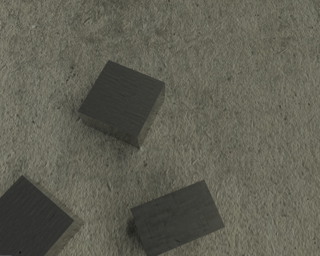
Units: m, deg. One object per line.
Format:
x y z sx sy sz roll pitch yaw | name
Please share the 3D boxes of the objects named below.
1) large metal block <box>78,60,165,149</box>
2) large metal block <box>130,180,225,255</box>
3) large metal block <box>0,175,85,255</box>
-0.046 -0.030 0.405 0.080 0.050 0.080 23 72 8 | large metal block
0.017 0.102 0.342 0.080 0.080 0.050 -20 72 -7 | large metal block
-0.148 0.114 0.352 0.080 0.050 0.080 37 74 12 | large metal block
